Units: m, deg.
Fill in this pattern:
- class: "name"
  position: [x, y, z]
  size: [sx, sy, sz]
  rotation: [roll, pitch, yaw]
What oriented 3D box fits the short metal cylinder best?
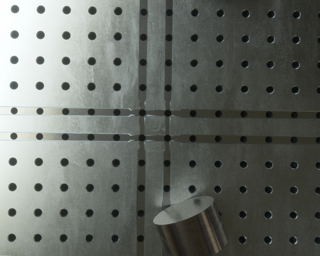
- class: "short metal cylinder"
  position: [0.038, 0.125, 0.387]
  size: [0.080, 0.080, 0.050]
  rotation: [-21, 90, 0]
